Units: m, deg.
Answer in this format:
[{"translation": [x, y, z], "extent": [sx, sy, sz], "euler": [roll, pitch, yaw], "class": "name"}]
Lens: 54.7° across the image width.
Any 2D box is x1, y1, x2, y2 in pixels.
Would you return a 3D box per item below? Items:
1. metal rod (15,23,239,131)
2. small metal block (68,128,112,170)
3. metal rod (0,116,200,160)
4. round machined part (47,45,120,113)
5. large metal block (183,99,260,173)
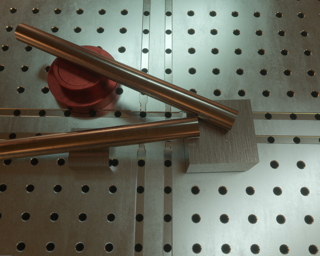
[{"translation": [-0.049, -0.068, 0.385], "extent": [0.301, 0.025, 0.025], "euler": [24, 72, 11], "class": "metal rod"}, {"translation": [-0.089, 0.028, 0.401], "extent": [0.050, 0.025, 0.050], "euler": [0, 70, -1], "class": "small metal block"}, {"translation": [-0.104, 0.016, 0.375], "extent": [0.301, 0.025, 0.025], "euler": [-7, 70, 8], "class": "metal rod"}, {"translation": [-0.106, -0.074, 0.428], "extent": [0.099, 0.042, 0.098], "euler": [0, 70, -1], "class": "round machined part"}, {"translation": [0.073, 0.011, 0.392], "extent": [0.081, 0.050, 0.080], "euler": [-2, 70, -1], "class": "large metal block"}]
